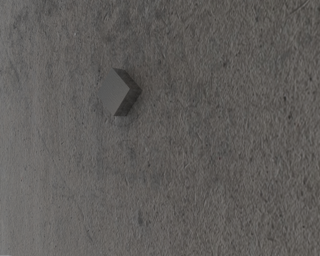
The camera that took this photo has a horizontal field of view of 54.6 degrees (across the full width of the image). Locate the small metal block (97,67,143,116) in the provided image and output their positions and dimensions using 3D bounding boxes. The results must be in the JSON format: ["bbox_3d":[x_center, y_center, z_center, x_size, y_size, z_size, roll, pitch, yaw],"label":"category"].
[{"bbox_3d":[-0.060,-0.052,0.456,0.050,0.025,0.050,50,120,28],"label":"small metal block"}]
